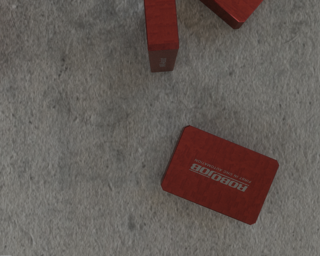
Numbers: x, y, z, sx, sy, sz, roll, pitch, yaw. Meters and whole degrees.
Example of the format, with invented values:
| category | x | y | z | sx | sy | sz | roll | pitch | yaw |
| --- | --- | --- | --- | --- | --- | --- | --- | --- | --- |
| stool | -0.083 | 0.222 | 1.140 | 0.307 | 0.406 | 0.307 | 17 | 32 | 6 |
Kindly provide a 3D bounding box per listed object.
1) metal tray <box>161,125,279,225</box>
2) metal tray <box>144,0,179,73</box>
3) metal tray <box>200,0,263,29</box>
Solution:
| category | x | y | z | sx | sy | sz | roll | pitch | yaw |
| --- | --- | --- | --- | --- | --- | --- | --- | --- | --- |
| metal tray | 0.077 | 0.060 | 0.409 | 0.131 | 0.030 | 0.090 | 22 | 90 | -1 |
| metal tray | -0.001 | -0.120 | 0.357 | 0.030 | 0.130 | 0.089 | -5 | 90 | 0 |
| metal tray | 0.113 | -0.210 | 0.409 | 0.090 | 0.030 | 0.130 | 40 | 90 | -1 |
